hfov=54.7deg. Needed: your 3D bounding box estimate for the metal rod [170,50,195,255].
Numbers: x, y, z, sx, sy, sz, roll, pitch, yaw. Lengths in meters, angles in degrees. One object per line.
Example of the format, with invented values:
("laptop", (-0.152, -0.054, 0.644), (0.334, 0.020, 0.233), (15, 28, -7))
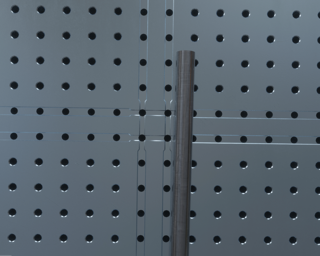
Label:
("metal rod", (0.030, 0.048, 0.413), (0.025, 0.025, 0.298), (2, 90, -1))
